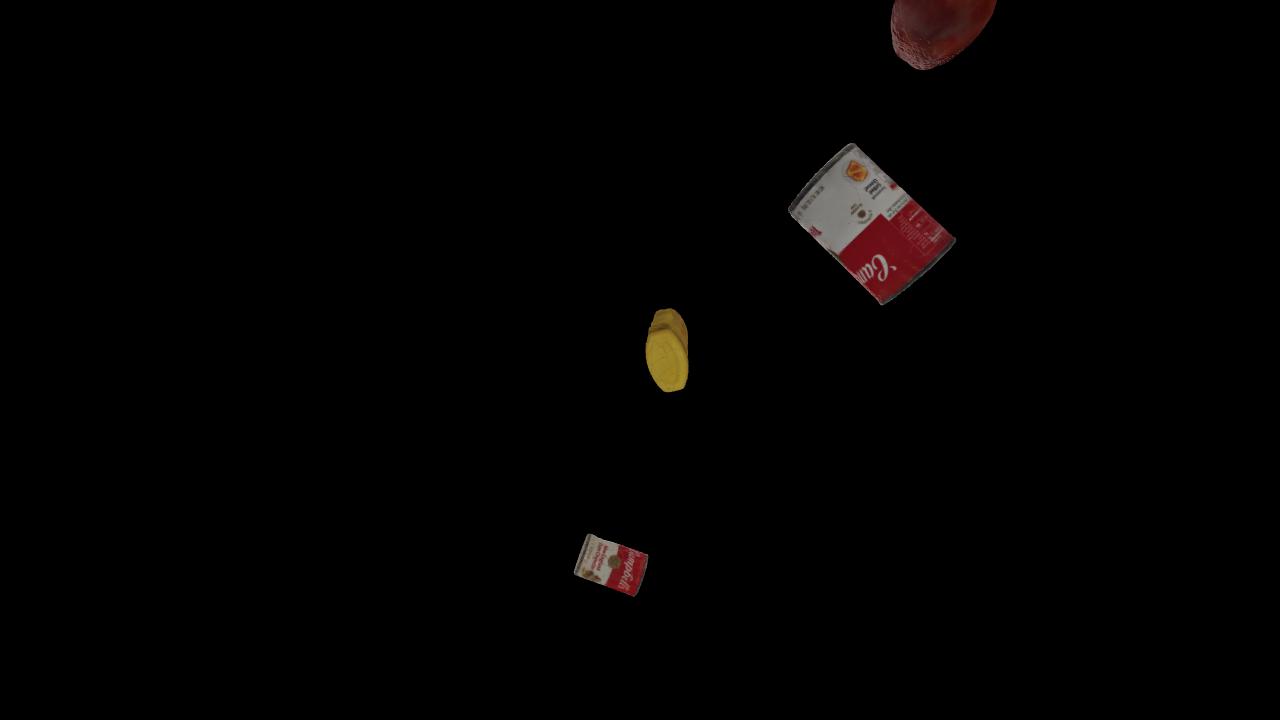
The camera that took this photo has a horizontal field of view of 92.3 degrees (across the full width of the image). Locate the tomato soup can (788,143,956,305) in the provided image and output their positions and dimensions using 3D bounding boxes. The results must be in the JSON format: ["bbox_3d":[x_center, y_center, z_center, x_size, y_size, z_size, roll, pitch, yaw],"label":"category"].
[{"bbox_3d":[0.166,-0.099,0.449,0.068,0.101,0.068,-43,-6,-5],"label":"tomato soup can"}]

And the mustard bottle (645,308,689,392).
[{"bbox_3d":[0.044,-0.027,0.887,0.054,0.092,0.184,-18,17,11],"label":"mustard bottle"}]

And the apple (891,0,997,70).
[{"bbox_3d":[0.242,-0.281,0.493,0.079,0.079,0.093,0,-20,-1],"label":"apple"}]

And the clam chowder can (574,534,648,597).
[{"bbox_3d":[-0.046,0.322,0.968,0.102,0.068,0.068,21,-1,-1],"label":"clam chowder can"}]
